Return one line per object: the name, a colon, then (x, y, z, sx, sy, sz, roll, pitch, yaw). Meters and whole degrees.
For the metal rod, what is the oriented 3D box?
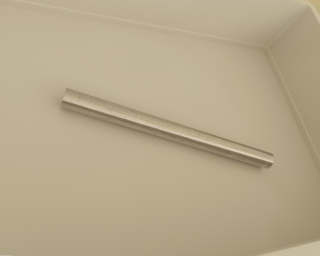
metal rod: (0.023, 0.006, 0.412, 0.302, 0.025, 0.025, 17, 55, -18)
